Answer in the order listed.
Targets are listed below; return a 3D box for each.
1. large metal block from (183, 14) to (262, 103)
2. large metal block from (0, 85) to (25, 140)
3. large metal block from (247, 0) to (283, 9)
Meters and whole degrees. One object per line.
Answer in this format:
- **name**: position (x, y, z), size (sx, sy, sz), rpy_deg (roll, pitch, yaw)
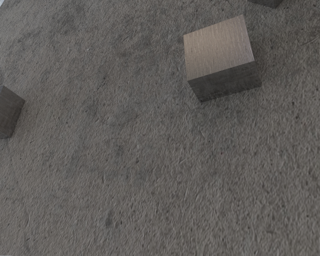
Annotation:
- **large metal block**: position (0.079, -0.088, 0.401), size (0.080, 0.050, 0.080), rpy_deg (-14, 56, 20)
- **large metal block**: position (-0.306, -0.024, 0.564), size (0.080, 0.050, 0.080), rpy_deg (-8, 58, 24)
- **large metal block**: position (0.158, -0.228, 0.426), size (0.080, 0.080, 0.050), rpy_deg (-48, 51, -5)
